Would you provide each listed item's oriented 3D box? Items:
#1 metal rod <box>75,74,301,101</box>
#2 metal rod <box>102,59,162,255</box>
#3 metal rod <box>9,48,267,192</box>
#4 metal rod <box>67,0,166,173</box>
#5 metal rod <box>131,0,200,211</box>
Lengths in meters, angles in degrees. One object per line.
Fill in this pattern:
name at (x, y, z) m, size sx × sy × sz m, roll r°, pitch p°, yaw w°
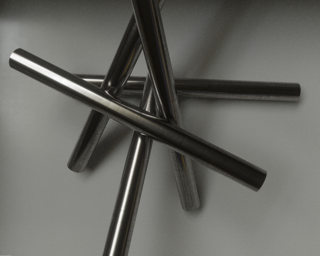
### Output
metal rod at (0.031, -0.054, 0.411) m, size 0.302 × 0.025 × 0.025 m, roll 2°, pitch 90°, yaw -1°
metal rod at (-0.029, 0.052, 0.341) m, size 0.025 × 0.025 × 0.299 m, roll 12°, pitch 69°, yaw 0°
metal rod at (-0.029, -0.012, 0.337) m, size 0.301 × 0.025 × 0.025 m, roll 27°, pitch 90°, yaw 6°
metal rod at (-0.044, -0.067, 0.351) m, size 0.025 × 0.025 × 0.298 m, roll 29°, pitch 114°, yaw -1°
metal rod at (0.009, -0.026, 0.345) m, size 0.025 × 0.025 × 0.298 m, roll -14°, pitch 118°, yaw 0°
